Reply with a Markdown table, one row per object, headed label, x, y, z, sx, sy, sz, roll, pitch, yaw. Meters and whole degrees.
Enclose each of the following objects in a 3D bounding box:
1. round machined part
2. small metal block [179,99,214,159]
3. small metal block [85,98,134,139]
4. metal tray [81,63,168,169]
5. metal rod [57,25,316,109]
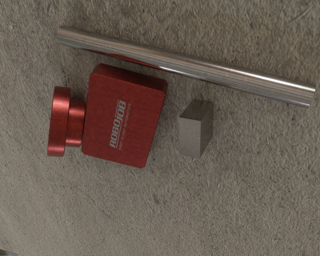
| label | x | y | z | sx | sy | sz | roll | pitch | yaw |
| --- | --- | --- | --- | --- | --- | --- | --- | --- | --- |
| round machined part | -0.130 | -0.008 | 0.434 | 0.042 | 0.098 | 0.097 | 6 | 130 | -19 |
| small metal block | 0.044 | 0.000 | 0.367 | 0.025 | 0.050 | 0.050 | 11 | 123 | 22 |
| small metal block | -0.070 | -0.013 | 0.434 | 0.050 | 0.025 | 0.050 | 1 | 119 | 27 |
| metal tray | -0.049 | -0.011 | 0.404 | 0.091 | 0.030 | 0.129 | 15 | 127 | -3 |
| metal rod | 0.014 | -0.075 | 0.351 | 0.301 | 0.025 | 0.025 | 18 | 125 | 17 |
